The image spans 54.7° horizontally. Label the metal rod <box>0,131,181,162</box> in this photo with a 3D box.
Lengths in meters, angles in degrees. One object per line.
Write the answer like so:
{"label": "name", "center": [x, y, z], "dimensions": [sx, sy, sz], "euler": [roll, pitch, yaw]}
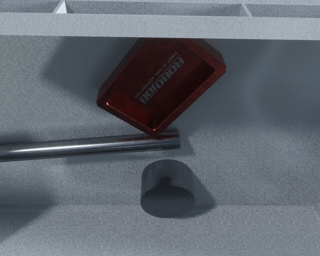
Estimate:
{"label": "metal rod", "center": [-0.123, 0.028, 0.430], "dimensions": [0.302, 0.025, 0.025], "euler": [-4, 130, 3]}

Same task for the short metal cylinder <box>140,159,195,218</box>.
{"label": "short metal cylinder", "center": [0.011, 0.094, 0.473], "dimensions": [0.081, 0.050, 0.079], "euler": [0, 130, 0]}

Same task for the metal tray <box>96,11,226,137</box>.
{"label": "metal tray", "center": [-0.001, -0.055, 0.359], "dimensions": [0.090, 0.030, 0.129], "euler": [31, 123, -24]}
